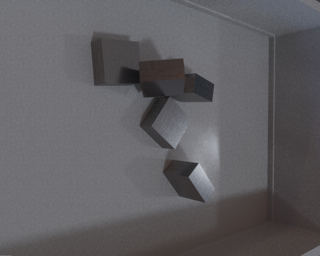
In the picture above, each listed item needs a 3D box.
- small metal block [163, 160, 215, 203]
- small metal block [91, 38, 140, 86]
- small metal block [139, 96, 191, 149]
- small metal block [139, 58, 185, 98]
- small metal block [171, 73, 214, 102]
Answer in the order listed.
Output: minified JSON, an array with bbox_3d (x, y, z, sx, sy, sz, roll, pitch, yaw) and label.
[{"bbox_3d":[0.040,0.073,0.426,0.025,0.050,0.050,-48,119,-29],"label":"small metal block"},{"bbox_3d":[-0.051,-0.076,0.365,0.050,0.025,0.050,-7,95,-40],"label":"small metal block"},{"bbox_3d":[0.008,-0.007,0.416,0.050,0.025,0.050,46,63,-31],"label":"small metal block"},{"bbox_3d":[0.003,-0.058,0.369,0.050,0.050,0.025,-4,75,0],"label":"small metal block"},{"bbox_3d":[0.038,-0.053,0.418,0.050,0.050,0.025,15,80,-52],"label":"small metal block"}]
